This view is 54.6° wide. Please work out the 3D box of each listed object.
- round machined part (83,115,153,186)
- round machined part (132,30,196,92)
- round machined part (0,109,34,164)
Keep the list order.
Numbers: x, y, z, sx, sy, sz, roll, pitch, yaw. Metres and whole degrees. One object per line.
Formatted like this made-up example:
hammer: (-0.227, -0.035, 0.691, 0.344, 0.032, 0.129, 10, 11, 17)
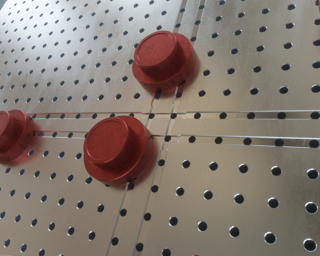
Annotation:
round machined part: (-0.063, 0.025, 0.416, 0.098, 0.042, 0.098, -13, 56, 21)
round machined part: (0.001, -0.106, 0.463, 0.098, 0.042, 0.098, -13, 56, 21)
round machined part: (-0.272, 0.009, 0.537, 0.098, 0.042, 0.098, -13, 56, 21)
